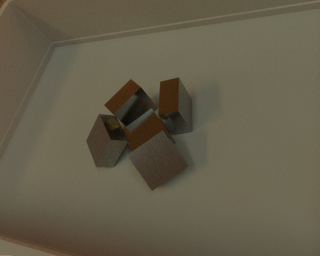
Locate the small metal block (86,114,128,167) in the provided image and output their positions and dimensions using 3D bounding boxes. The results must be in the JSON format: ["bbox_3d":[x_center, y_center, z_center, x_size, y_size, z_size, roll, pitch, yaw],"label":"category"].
[{"bbox_3d":[-0.072,0.017,0.414,0.050,0.025,0.050,-58,45,29],"label":"small metal block"}]

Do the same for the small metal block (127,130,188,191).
[{"bbox_3d":[-0.002,0.037,0.364,0.050,0.025,0.050,-35,88,4],"label":"small metal block"}]

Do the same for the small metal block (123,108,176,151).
[{"bbox_3d":[-0.016,0.011,0.403,0.050,0.025,0.050,-36,51,4],"label":"small metal block"}]

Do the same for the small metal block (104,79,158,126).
[{"bbox_3d":[-0.039,-0.030,0.424,0.050,0.050,0.025,-45,51,-3],"label":"small metal block"}]

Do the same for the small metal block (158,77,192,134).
[{"bbox_3d":[0.021,-0.027,0.391,0.025,0.050,0.050,-10,57,21],"label":"small metal block"}]
